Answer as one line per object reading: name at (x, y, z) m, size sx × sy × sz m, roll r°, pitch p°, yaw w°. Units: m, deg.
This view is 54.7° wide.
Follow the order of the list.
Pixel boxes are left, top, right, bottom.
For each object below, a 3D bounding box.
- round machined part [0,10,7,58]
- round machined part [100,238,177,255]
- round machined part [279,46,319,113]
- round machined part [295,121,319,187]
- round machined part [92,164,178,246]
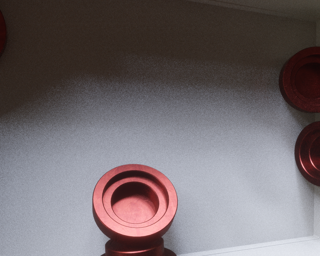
round machined part at (-0.214, -0.106, 0.320) m, size 0.099 × 0.042 × 0.097 m, roll 0°, pitch 91°, yaw -24°
round machined part at (-0.029, 0.153, 0.361) m, size 0.099 × 0.098 × 0.042 m, roll -2°, pitch 88°, yaw -20°
round machined part at (0.232, -0.071, 0.474) m, size 0.099 × 0.042 × 0.097 m, roll 0°, pitch 89°, yaw 3°
round machined part at (0.256, 0.039, 0.466) m, size 0.042 × 0.098 × 0.097 m, roll 2°, pitch 90°, yaw -23°
round machined part at (-0.031, 0.094, 0.372) m, size 0.099 × 0.042 × 0.098 m, roll 7°, pitch 44°, yaw -6°
